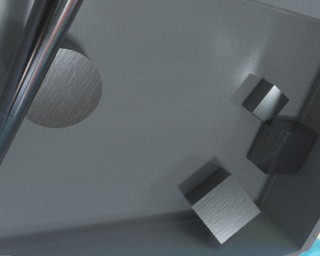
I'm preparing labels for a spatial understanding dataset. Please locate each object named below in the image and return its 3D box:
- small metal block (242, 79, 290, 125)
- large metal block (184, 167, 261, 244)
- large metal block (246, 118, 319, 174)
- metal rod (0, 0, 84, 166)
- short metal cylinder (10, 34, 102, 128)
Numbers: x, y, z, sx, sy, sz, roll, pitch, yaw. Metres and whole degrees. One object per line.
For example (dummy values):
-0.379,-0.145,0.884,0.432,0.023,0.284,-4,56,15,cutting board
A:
0.163,-0.039,0.476,0.050,0.025,0.050,29,102,-38,small metal block
0.100,0.124,0.505,0.080,0.050,0.080,-38,99,-3,large metal block
0.208,0.031,0.529,0.081,0.050,0.079,4,116,-31,large metal block
-0.110,-0.033,0.244,0.025,0.025,0.299,13,139,-34,metal rod
-0.104,-0.047,0.308,0.081,0.050,0.079,-14,125,-21,short metal cylinder
